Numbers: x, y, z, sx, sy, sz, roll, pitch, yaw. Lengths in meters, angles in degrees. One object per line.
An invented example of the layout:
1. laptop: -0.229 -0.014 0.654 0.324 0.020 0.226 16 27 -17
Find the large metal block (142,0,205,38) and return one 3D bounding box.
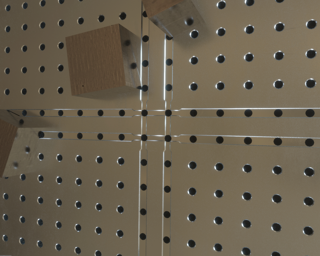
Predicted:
1. large metal block: 0.010 -0.168 0.379 0.050 0.080 0.080 -21 83 18

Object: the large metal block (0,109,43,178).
1. large metal block: -0.244 0.021 0.483 0.080 0.050 0.080 23 98 18

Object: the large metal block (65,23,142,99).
1. large metal block: -0.076 -0.088 0.425 0.080 0.050 0.080 -8 88 19
